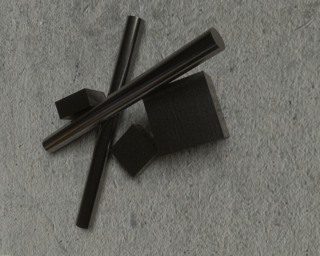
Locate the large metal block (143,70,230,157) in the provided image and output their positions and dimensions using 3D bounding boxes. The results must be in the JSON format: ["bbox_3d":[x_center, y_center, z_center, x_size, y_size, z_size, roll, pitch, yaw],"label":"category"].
[{"bbox_3d":[0.033,-0.016,0.384,0.080,0.050,0.080,-18,84,18],"label":"large metal block"}]

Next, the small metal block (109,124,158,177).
[{"bbox_3d":[-0.031,0.030,0.419,0.050,0.025,0.050,46,104,14],"label":"small metal block"}]

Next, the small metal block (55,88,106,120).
[{"bbox_3d":[-0.107,-0.032,0.432,0.050,0.050,0.025,-21,83,18],"label":"small metal block"}]

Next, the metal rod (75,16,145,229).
[{"bbox_3d":[-0.071,-0.004,0.432,0.025,0.025,0.298,17,95,19],"label":"metal rod"}]

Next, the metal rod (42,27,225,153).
[{"bbox_3d":[-0.055,-0.031,0.384,0.299,0.025,0.025,-27,81,34],"label":"metal rod"}]
